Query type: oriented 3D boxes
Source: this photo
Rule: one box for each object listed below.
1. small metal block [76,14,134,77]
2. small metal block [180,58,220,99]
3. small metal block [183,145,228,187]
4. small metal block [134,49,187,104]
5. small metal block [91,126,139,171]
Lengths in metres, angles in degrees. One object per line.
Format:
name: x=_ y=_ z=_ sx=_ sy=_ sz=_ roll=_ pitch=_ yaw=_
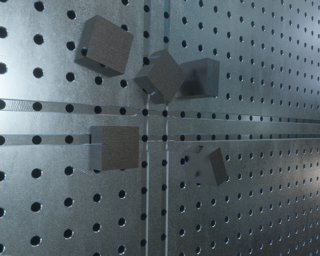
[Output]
small metal block: x=-0.063 y=-0.093 z=0.358 sx=0.050 sy=0.025 sz=0.050 roll=20 pitch=77 yaw=-39
small metal block: x=0.057 y=-0.069 z=0.443 sx=0.025 sy=0.050 sz=0.050 roll=5 pitch=87 yaw=-40
small metal block: x=0.066 y=0.054 z=0.451 sx=0.025 sy=0.050 sz=0.050 roll=-28 pitch=108 yaw=-37
small metal block: x=0.002 y=-0.068 z=0.413 sx=0.050 sy=0.025 sz=0.050 roll=47 pitch=62 yaw=-30
small metal block: x=-0.053 y=0.023 z=0.367 sx=0.050 sy=0.025 sz=0.050 roll=1 pitch=90 yaw=-40
